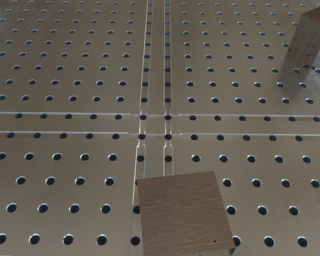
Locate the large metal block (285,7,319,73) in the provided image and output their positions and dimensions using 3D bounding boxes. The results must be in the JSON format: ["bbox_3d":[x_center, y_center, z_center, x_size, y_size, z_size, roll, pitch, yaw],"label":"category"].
[{"bbox_3d":[0.262,-0.147,0.499,0.081,0.080,0.050,-26,55,-20],"label":"large metal block"}]

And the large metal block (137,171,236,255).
[{"bbox_3d":[0.021,0.095,0.312,0.081,0.050,0.080,-6,50,-5],"label":"large metal block"}]
